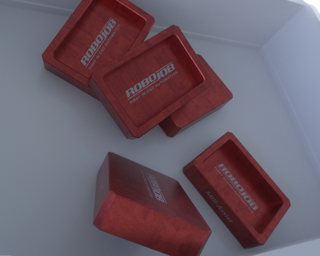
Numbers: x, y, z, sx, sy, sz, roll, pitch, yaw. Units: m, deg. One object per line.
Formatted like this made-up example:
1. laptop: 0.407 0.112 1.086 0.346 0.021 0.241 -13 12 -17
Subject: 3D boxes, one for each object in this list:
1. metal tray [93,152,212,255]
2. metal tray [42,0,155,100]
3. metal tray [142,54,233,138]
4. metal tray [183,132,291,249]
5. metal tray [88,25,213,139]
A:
1. metal tray: -0.014 0.068 0.299 0.090 0.130 0.030 25 94 -13
2. metal tray: -0.076 -0.111 0.399 0.090 0.030 0.130 31 73 -9
3. metal tray: 0.038 -0.052 0.456 0.131 0.030 0.090 -29 78 -38
4. metal tray: 0.103 0.078 0.412 0.091 0.030 0.130 -33 80 -38
5. metal tray: -0.009 -0.057 0.381 0.131 0.030 0.090 -37 97 -21
